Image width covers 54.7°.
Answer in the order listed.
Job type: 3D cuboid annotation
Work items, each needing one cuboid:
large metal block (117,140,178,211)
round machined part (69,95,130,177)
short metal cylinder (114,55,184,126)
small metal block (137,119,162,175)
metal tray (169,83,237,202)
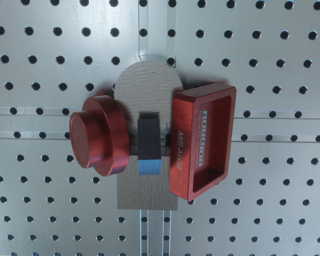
[{"bbox_3d":[-0.015,0.063,0.423,0.081,0.050,0.079,2,110,-1],"label":"large metal block"},{"bbox_3d":[-0.078,0.012,0.374,0.042,0.098,0.097,-11,114,-32],"label":"round machined part"},{"bbox_3d":[-0.013,-0.046,0.382,0.081,0.050,0.079,0,110,0],"label":"short metal cylinder"},{"bbox_3d":[-0.013,0.023,0.363,0.025,0.050,0.050,-1,152,-3],"label":"small metal block"},{"bbox_3d":[0.054,0.015,0.386,0.030,0.091,0.129,19,116,39],"label":"metal tray"}]
